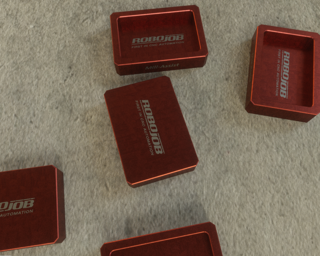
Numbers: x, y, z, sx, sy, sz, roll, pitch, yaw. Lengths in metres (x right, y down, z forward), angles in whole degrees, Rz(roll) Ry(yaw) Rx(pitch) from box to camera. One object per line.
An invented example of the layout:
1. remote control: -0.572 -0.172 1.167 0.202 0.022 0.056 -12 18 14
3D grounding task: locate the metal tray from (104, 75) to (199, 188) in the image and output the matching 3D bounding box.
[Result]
1. metal tray: -0.013 0.003 0.404 0.091 0.030 0.130 -16 71 -6

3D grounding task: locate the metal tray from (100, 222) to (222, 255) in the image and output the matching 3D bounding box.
1. metal tray: 0.006 0.163 0.345 0.131 0.030 0.090 -10 70 -4

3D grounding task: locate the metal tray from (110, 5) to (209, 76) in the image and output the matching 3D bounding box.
1. metal tray: -0.003 -0.129 0.452 0.131 0.030 0.090 -7 70 -3

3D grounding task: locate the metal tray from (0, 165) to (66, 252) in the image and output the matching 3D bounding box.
1. metal tray: -0.183 0.099 0.367 0.131 0.030 0.090 -8 70 -3

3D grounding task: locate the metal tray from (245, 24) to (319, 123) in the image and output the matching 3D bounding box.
1. metal tray: 0.174 -0.078 0.436 0.091 0.030 0.130 10 70 3
